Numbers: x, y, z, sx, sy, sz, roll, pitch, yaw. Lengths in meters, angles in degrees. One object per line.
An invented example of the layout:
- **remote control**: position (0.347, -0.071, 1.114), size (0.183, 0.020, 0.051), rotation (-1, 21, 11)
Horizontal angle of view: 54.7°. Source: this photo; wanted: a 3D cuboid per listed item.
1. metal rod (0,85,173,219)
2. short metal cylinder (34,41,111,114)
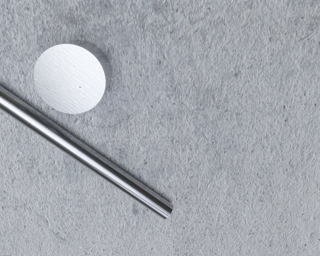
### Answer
- **metal rod**: position (-0.105, 0.035, 0.421), size (0.301, 0.025, 0.025), rotation (37, 106, -13)
- **short metal cylinder**: position (-0.102, -0.062, 0.372), size (0.081, 0.050, 0.079), rotation (0, 110, 0)
